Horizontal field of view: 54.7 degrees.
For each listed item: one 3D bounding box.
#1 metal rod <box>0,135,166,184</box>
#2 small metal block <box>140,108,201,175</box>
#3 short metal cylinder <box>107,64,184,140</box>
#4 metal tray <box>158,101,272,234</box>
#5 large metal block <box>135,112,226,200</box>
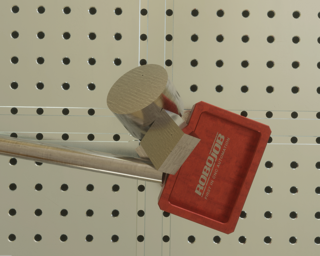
[{"bbox_3d":[-0.142,0.031,0.382,0.301,0.025,0.025,8,90,11],"label":"metal rod"},{"bbox_3d":[0.010,0.015,0.341,0.025,0.050,0.050,21,111,-39],"label":"small metal block"},{"bbox_3d":[-0.017,-0.032,0.379,0.080,0.080,0.050,-35,133,0],"label":"short metal cylinder"},{"bbox_3d":[0.061,0.044,0.359,0.090,0.030,0.129,21,90,0],"label":"metal tray"},{"bbox_3d":[0.025,0.035,0.400,0.080,0.050,0.080,-35,90,0],"label":"large metal block"}]
